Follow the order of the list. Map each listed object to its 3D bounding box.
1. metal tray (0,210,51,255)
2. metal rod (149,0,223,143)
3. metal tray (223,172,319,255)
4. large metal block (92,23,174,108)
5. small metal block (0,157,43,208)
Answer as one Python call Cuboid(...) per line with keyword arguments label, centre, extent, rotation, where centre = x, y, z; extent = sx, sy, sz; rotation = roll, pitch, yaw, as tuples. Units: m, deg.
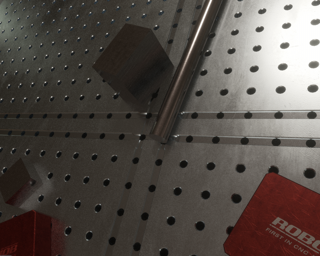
Cuboid(label="metal tray", centre=(-0.206, 0.173, 0.405), extent=(0.130, 0.030, 0.090), rotation=(-24, 53, 13))
Cuboid(label="metal rod", centre=(0.051, -0.116, 0.451), extent=(0.025, 0.025, 0.300), rotation=(9, 66, 32))
Cuboid(label="metal tray", centre=(0.134, 0.107, 0.269), extent=(0.130, 0.030, 0.090), rotation=(27, 76, 36))
Cuboid(label="large metal block", centre=(-0.035, -0.088, 0.444), extent=(0.050, 0.080, 0.080), rotation=(25, 76, 36))
Cuboid(label="small metal block", centre=(-0.211, 0.082, 0.467), extent=(0.050, 0.025, 0.050), rotation=(-44, 51, -3))
